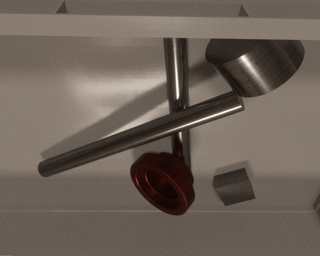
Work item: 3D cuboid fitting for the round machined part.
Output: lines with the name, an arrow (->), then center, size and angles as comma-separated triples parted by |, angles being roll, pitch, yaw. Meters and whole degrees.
round machined part -> 0.009, 0.074, 0.440 | 0.098, 0.042, 0.097 | 27, 140, 25

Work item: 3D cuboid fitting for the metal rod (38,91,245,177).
metal rod -> -0.041, 0.015, 0.398 | 0.300, 0.025, 0.025 | -20, 128, 24

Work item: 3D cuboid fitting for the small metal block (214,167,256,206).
small metal block -> 0.119, 0.094, 0.491 | 0.050, 0.025, 0.050 | -19, 128, 15

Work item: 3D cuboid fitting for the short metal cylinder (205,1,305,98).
short metal cylinder -> 0.093, -0.077, 0.309 | 0.080, 0.080, 0.050 | -33, 123, 25

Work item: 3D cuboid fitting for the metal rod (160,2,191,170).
metal rod -> 0.026, -0.007, 0.403 | 0.025, 0.025, 0.298 | -4, 130, 3
